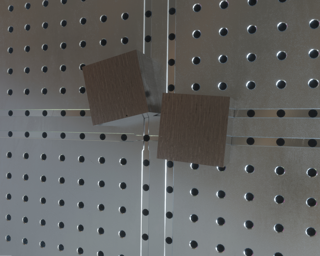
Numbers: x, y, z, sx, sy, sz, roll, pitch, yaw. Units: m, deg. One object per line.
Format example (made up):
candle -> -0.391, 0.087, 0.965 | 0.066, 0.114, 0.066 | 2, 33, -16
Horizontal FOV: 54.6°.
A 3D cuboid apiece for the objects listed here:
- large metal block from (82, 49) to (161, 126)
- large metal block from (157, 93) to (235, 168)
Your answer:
large metal block -> -0.050, -0.050, 0.417 | 0.080, 0.050, 0.080 | -13, 86, 19
large metal block -> 0.046, 0.001, 0.383 | 0.080, 0.050, 0.080 | 6, 92, 20
